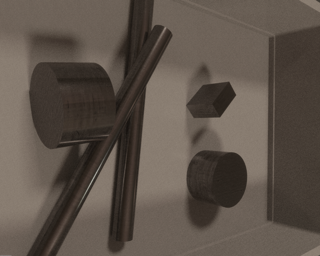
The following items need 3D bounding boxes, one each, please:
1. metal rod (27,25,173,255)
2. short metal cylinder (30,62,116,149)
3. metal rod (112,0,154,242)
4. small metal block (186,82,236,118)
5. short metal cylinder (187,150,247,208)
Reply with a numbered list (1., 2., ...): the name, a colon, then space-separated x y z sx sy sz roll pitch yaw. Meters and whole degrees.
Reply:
1. metal rod: -0.061 0.015 0.337 0.025 0.025 0.300 36 74 -35
2. short metal cylinder: -0.086 -0.023 0.300 0.050 0.080 0.079 -10 96 -40
3. metal rod: -0.032 -0.016 0.380 0.025 0.025 0.298 8 85 -40
4. small metal block: 0.075 -0.041 0.456 0.050 0.050 0.025 -50 120 -29
5. short metal cylinder: 0.086 0.075 0.466 0.081 0.050 0.079 0 90 -40
